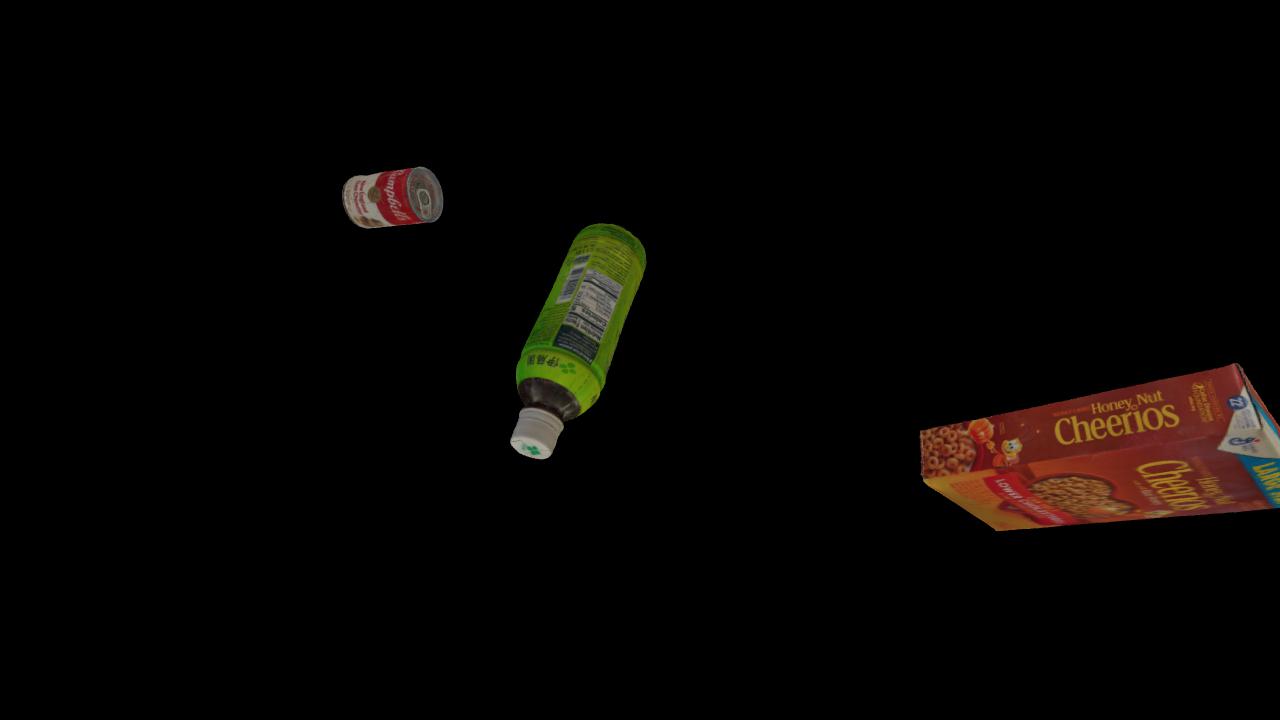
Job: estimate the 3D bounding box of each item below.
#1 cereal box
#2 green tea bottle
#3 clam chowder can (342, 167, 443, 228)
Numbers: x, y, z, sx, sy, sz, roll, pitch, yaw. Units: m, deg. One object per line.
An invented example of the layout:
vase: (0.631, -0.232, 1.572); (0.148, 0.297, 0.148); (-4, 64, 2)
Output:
cereal box: (0.511, 0.117, 0.690); (0.203, 0.081, 0.306); (31, -35, -31)
green tea bottle: (-0.051, -0.019, 0.489); (0.073, 0.212, 0.073); (12, -39, 10)
clam chowder can: (-0.310, -0.202, 0.772); (0.102, 0.068, 0.068); (-1, 0, 20)
